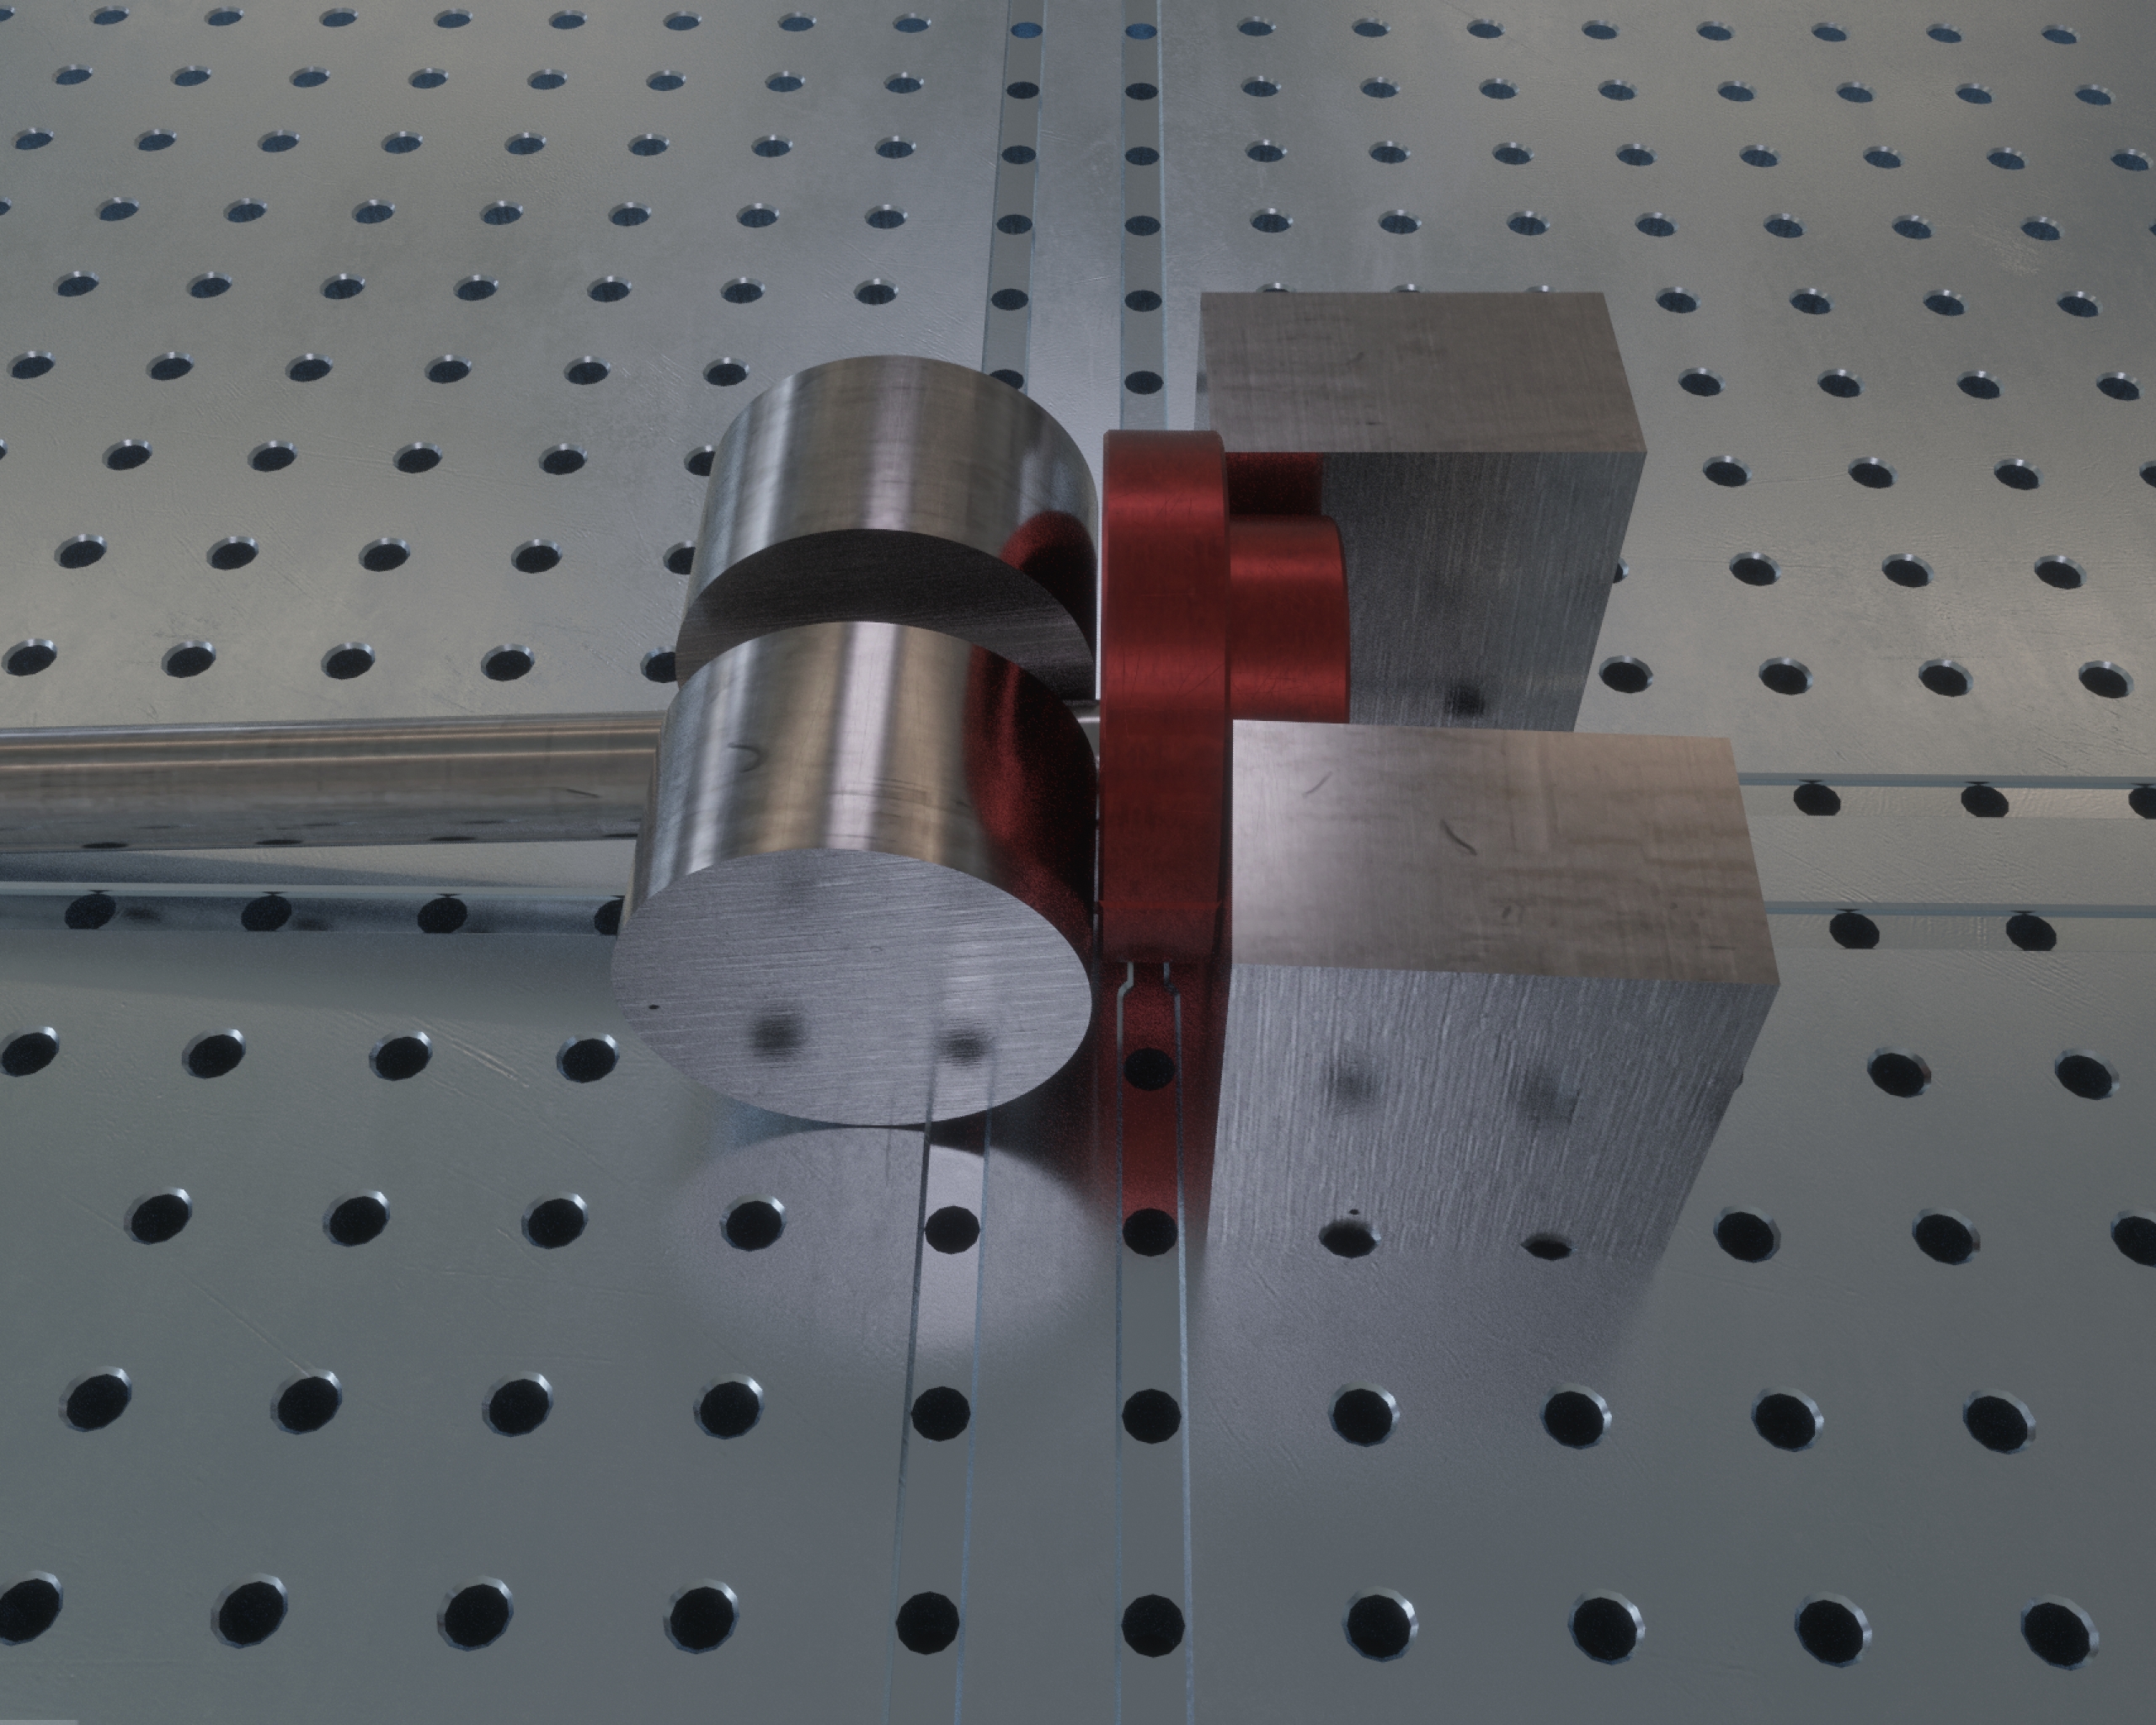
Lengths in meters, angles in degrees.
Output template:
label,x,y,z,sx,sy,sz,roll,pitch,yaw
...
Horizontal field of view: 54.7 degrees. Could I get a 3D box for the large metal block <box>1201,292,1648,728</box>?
label,x,y,z,sx,sy,sz,roll,pitch,yaw
large metal block,0.065,-0.069,0.431,0.081,0.080,0.050,0,50,0

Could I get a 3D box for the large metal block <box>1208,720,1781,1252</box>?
label,x,y,z,sx,sy,sz,roll,pitch,yaw
large metal block,0.064,0.023,0.354,0.080,0.080,0.050,2,50,2

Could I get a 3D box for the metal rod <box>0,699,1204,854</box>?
label,x,y,z,sx,sy,sz,roll,pitch,yaw
metal rod,-0.119,-0.016,0.405,0.302,0.025,0.025,-1,50,4

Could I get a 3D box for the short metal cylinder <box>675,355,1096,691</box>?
label,x,y,z,sx,sy,sz,roll,pitch,yaw
short metal cylinder,-0.036,-0.053,0.416,0.080,0.080,0.050,1,51,0

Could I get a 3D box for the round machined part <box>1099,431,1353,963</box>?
label,x,y,z,sx,sy,sz,roll,pitch,yaw
round machined part,0.026,-0.030,0.385,0.042,0.097,0.098,1,50,1

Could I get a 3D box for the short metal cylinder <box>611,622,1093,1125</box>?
label,x,y,z,sx,sy,sz,roll,pitch,yaw
short metal cylinder,-0.037,0.004,0.367,0.080,0.080,0.050,1,51,1
